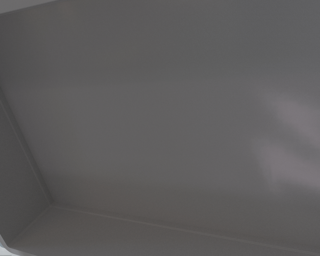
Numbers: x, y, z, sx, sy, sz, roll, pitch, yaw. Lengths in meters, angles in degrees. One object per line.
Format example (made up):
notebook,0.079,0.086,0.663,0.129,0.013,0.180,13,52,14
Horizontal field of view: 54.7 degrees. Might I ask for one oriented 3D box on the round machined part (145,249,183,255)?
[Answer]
round machined part,0.015,0.255,0.550,0.098,0.042,0.097,13,124,21
